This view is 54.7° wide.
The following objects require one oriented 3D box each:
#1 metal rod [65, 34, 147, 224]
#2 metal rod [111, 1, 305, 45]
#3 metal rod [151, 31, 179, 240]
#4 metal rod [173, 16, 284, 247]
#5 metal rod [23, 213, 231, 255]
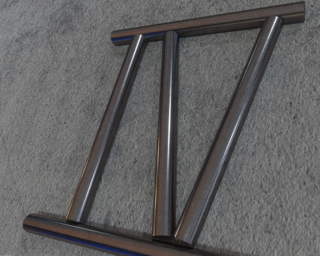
[{"bbox_3d":[-0.070,-0.015,0.448,0.025,0.025,0.300,1,62,28],"label":"metal rod"},{"bbox_3d":[0.054,-0.154,0.470,0.300,0.025,0.025,1,62,28],"label":"metal rod"},{"bbox_3d":[0.010,-0.012,0.405,0.025,0.025,0.299,-11,57,22],"label":"metal rod"},{"bbox_3d":[0.088,-0.011,0.364,0.025,0.025,0.300,14,69,33],"label":"metal rod"},{"bbox_3d":[-0.040,0.130,0.344,0.300,0.025,0.025,1,62,28],"label":"metal rod"}]
